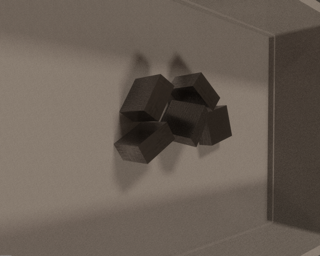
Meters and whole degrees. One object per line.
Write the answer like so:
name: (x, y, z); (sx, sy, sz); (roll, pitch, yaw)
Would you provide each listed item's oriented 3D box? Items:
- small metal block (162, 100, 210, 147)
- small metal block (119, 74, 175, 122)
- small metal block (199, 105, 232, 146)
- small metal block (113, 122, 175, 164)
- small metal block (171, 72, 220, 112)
small metal block: (0.032, -0.007, 0.416); (0.050, 0.050, 0.025); (-65, 147, -20)
small metal block: (-0.016, -0.035, 0.378); (0.025, 0.050, 0.050); (37, 68, -35)
small metal block: (0.082, -0.005, 0.478); (0.050, 0.025, 0.050); (-21, 103, -38)
small metal block: (-0.019, 0.016, 0.376); (0.050, 0.050, 0.025); (-40, 115, -33)
small metal block: (0.047, -0.048, 0.432); (0.050, 0.050, 0.025); (46, 62, -31)
